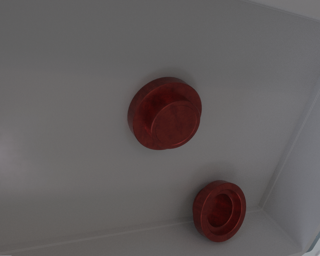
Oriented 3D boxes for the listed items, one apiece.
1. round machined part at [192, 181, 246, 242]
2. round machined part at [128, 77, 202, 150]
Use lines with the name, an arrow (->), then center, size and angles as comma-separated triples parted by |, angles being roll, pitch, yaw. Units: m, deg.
round machined part -> 0.094, 0.135, 0.517 | 0.099, 0.042, 0.097 | -3, 96, -32
round machined part -> 0.012, -0.012, 0.396 | 0.099, 0.042, 0.097 | -14, 124, -21
